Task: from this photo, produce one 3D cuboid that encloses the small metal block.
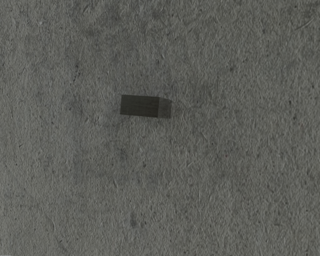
[{"bbox_3d":[-0.017,-0.027,0.401,0.050,0.050,0.025,6,92,19],"label":"small metal block"}]
